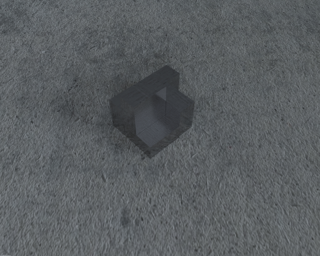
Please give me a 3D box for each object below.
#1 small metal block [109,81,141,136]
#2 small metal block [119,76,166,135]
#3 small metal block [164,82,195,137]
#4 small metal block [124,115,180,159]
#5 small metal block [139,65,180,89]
[{"bbox_3d":[-0.037,-0.025,0.409,0.050,0.050,0.025,-36,59,-27],"label":"small metal block"},{"bbox_3d":[-0.020,-0.027,0.378,0.050,0.050,0.025,-36,59,-27],"label":"small metal block"},{"bbox_3d":[0.017,-0.024,0.408,0.025,0.050,0.050,-36,59,-26],"label":"small metal block"},{"bbox_3d":[-0.010,0.004,0.401,0.050,0.025,0.050,-35,59,-26],"label":"small metal block"},{"bbox_3d":[0.000,-0.052,0.432,0.050,0.050,0.025,-36,59,-27],"label":"small metal block"}]
